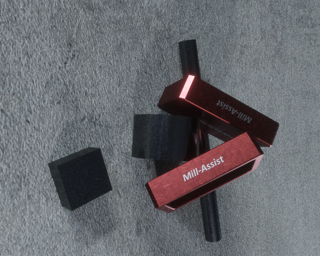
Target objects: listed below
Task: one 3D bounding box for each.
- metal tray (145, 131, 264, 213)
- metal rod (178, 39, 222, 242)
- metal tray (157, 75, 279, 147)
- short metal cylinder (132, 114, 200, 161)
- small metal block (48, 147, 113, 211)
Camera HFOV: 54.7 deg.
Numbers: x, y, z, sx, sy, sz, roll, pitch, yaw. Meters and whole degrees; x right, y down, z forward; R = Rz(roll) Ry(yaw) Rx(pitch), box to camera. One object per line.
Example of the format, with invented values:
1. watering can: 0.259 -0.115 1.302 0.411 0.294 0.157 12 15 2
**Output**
1. metal tray: 0.055 0.058 0.374 0.030 0.130 0.090 63 1 22
2. metal rod: 0.061 0.023 0.457 0.025 0.025 0.298 -15 100 -39
3. metal tray: 0.071 -0.016 0.394 0.131 0.090 0.030 26 80 -15
4. short metal cylinder: 0.007 0.012 0.377 0.081 0.080 0.050 6 87 -40
5. small metal block: -0.085 0.053 0.335 0.050 0.025 0.050 -23 105 -38
